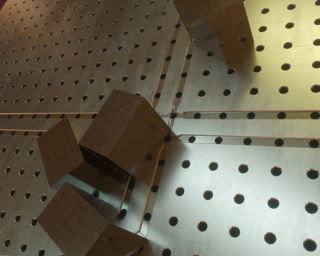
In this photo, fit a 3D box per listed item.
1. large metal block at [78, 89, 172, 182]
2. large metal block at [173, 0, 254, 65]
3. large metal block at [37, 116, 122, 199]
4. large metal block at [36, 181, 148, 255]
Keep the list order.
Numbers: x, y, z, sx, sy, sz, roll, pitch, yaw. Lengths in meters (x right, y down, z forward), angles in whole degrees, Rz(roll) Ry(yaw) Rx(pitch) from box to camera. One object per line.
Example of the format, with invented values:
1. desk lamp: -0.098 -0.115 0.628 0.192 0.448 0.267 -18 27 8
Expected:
1. large metal block: -0.040 0.010 0.389 0.050 0.080 0.080 19 72 35
2. large metal block: 0.074 -0.145 0.424 0.050 0.080 0.080 -43 51 -1
3. large metal block: -0.104 0.044 0.402 0.050 0.080 0.080 -37 51 4
4. large metal block: -0.074 0.113 0.344 0.080 0.080 0.050 29 78 37
